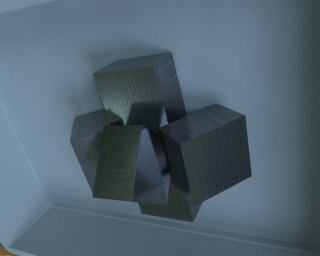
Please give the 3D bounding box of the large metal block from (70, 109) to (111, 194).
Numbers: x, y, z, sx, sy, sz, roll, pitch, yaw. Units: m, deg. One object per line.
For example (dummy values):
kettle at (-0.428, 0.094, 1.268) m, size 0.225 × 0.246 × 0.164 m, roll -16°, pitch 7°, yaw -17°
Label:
large metal block at (-0.080, 0.028, 0.421) m, size 0.050 × 0.080 × 0.080 m, roll -18°, pitch 115°, yaw -4°

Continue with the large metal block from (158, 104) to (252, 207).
large metal block at (0.052, 0.028, 0.352) m, size 0.050 × 0.081 × 0.080 m, roll 36°, pitch 144°, yaw 58°

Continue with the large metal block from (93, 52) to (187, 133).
large metal block at (-0.022, -0.041, 0.374) m, size 0.080 × 0.050 × 0.080 m, roll -1°, pitch 118°, yaw 29°

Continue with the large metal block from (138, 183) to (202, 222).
large metal block at (0.011, 0.079, 0.434) m, size 0.080 × 0.050 × 0.080 m, roll 1°, pitch 119°, yaw 28°

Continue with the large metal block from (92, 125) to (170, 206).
large metal block at (-0.027, 0.046, 0.363) m, size 0.050 × 0.080 × 0.080 m, roll -1°, pitch 74°, yaw 27°
